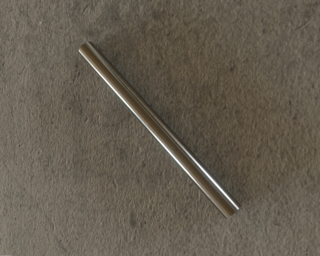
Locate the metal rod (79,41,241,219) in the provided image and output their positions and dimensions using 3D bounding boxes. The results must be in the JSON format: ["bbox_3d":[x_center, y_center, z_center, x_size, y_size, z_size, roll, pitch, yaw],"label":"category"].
[{"bbox_3d":[-0.008,-0.006,0.411,0.025,0.025,0.300,-45,77,14],"label":"metal rod"}]
